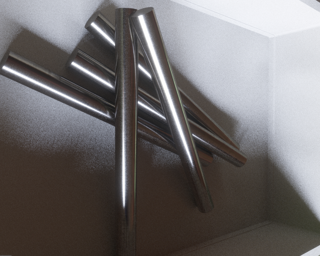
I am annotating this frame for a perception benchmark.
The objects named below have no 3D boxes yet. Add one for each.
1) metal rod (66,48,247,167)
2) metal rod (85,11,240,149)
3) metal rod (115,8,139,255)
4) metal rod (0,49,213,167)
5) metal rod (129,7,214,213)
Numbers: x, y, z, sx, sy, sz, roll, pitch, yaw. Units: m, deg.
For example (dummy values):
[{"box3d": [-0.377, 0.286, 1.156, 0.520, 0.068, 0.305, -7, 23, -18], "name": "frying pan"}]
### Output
[{"box3d": [0.017, -0.012, 0.410, 0.301, 0.025, 0.025, 30, 72, -33], "name": "metal rod"}, {"box3d": [0.023, -0.043, 0.427, 0.301, 0.025, 0.025, 38, 66, -34], "name": "metal rod"}, {"box3d": [-0.038, 0.024, 0.349, 0.025, 0.025, 0.298, -7, 103, -40], "name": "metal rod"}, {"box3d": [-0.037, -0.007, 0.377, 0.301, 0.025, 0.025, 27, 73, -37], "name": "metal rod"}, {"box3d": [0.026, 0.002, 0.386, 0.025, 0.025, 0.299, -44, 130, -31], "name": "metal rod"}]
